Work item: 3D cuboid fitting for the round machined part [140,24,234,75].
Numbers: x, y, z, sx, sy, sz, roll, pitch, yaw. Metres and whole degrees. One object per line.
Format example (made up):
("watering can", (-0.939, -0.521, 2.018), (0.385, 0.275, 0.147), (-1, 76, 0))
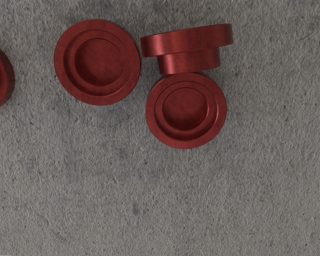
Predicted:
("round machined part", (0.030, -0.084, 0.338), (0.099, 0.098, 0.042), (-8, 104, 3))

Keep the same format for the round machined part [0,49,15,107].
("round machined part", (-0.235, -0.061, 0.376), (0.099, 0.042, 0.097), (0, 110, 0))

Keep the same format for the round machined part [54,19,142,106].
("round machined part", (-0.071, -0.079, 0.371), (0.099, 0.042, 0.097), (0, 110, 0))

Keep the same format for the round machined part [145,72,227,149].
("round machined part", (0.031, -0.026, 0.391), (0.099, 0.042, 0.097), (0, 110, 0))
